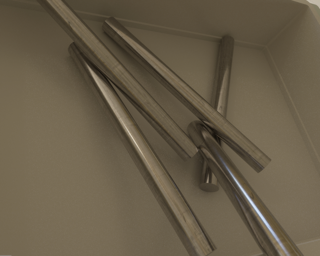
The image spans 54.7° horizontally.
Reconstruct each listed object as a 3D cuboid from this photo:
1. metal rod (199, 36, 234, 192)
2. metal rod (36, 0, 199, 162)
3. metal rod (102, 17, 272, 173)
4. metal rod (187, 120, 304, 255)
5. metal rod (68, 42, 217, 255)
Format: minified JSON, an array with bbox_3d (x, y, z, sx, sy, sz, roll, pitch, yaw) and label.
[{"bbox_3d":[0.093,-0.042,0.480,0.025,0.025,0.300,25,53,-13],"label":"metal rod"},{"bbox_3d":[-0.061,-0.077,0.375,0.300,0.025,0.025,48,51,-4],"label":"metal rod"},{"bbox_3d":[0.030,-0.052,0.431,0.300,0.025,0.025,44,51,11],"label":"metal rod"},{"bbox_3d":[0.079,0.065,0.303,0.025,0.025,0.300,16,21,-19],"label":"metal rod"},{"bbox_3d":[-0.034,0.005,0.347,0.025,0.025,0.299,-15,58,-34],"label":"metal rod"}]
